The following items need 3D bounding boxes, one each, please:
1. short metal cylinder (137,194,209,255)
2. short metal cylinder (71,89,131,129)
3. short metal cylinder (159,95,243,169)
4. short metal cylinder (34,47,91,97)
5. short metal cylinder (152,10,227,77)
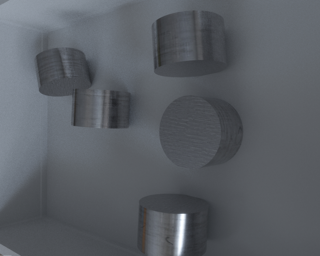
[{"bbox_3d":[0.015,0.111,0.359,0.080,0.081,0.050,5,93,40],"label":"short metal cylinder"},{"bbox_3d":[-0.083,-0.027,0.440,0.080,0.081,0.050,6,94,40],"label":"short metal cylinder"},{"bbox_3d":[0.046,0.005,0.352,0.080,0.050,0.080,0,90,40],"label":"short metal cylinder"},{"bbox_3d":[-0.157,-0.088,0.501,0.080,0.081,0.050,-21,77,38],"label":"short metal cylinder"},{"bbox_3d":[0.032,-0.089,0.344,0.080,0.081,0.050,-5,87,40],"label":"short metal cylinder"}]
